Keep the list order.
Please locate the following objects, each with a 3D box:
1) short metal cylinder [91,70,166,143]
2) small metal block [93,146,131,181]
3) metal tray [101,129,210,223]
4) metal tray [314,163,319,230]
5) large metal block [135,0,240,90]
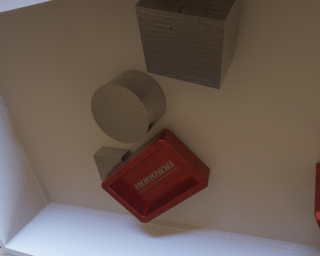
[{"bbox_3d":[-0.039,-0.028,0.395,0.080,0.050,0.079,13,124,20],"label":"short metal cylinder"},{"bbox_3d":[-0.069,0.058,0.479,0.050,0.025,0.050,3,120,26],"label":"small metal block"},{"bbox_3d":[-0.008,0.071,0.432,0.090,0.030,0.130,45,120,-12],"label":"metal tray"},{"bbox_3d":[0.201,0.110,0.328,0.030,0.090,0.130,-16,110,34],"label":"metal tray"},{"bbox_3d":[0.029,-0.091,0.302,0.080,0.050,0.080,17,148,18],"label":"large metal block"}]
